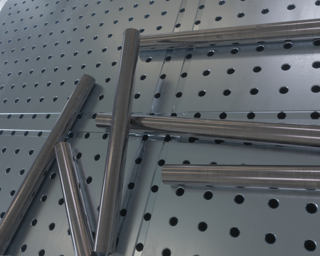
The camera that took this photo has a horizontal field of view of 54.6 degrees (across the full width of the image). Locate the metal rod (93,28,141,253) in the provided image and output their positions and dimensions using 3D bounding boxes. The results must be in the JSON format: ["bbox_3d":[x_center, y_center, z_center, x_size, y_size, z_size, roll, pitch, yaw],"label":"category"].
[{"bbox_3d":[-0.052,0.002,0.406,0.025,0.025,0.299,-5,68,26],"label":"metal rod"}]

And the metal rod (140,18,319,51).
[{"bbox_3d":[0.089,-0.130,0.441,0.300,0.025,0.025,5,64,30],"label":"metal rod"}]

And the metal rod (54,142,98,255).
[{"bbox_3d":[-0.094,0.134,0.376,0.025,0.025,0.300,-33,51,7],"label":"metal rod"}]

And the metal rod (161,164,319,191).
[{"bbox_3d":[0.141,0.049,0.304,0.300,0.025,0.025,-3,61,27],"label":"metal rod"}]

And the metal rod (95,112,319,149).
[{"bbox_3d":[0.041,-0.001,0.387,0.300,0.025,0.025,5,64,30],"label":"metal rod"}]

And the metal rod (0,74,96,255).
[{"bbox_3d":[-0.174,0.046,0.473,0.025,0.025,0.300,10,66,32],"label":"metal rod"}]
